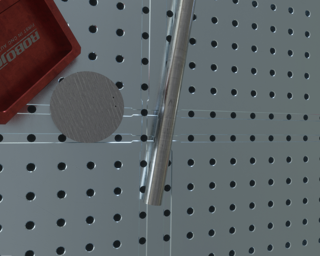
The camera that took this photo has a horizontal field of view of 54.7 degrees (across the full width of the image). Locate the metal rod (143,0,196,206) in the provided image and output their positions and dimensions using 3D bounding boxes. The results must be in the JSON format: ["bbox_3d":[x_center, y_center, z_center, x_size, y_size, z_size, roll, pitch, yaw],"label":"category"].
[{"bbox_3d":[0.015,-0.047,0.417,0.025,0.025,0.298,11,86,-20],"label":"metal rod"}]

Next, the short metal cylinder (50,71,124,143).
[{"bbox_3d":[-0.088,-0.023,0.367,0.081,0.050,0.080,0,90,-20],"label":"short metal cylinder"}]

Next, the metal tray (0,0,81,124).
[{"bbox_3d":[-0.148,-0.078,0.311,0.130,0.030,0.090,-57,138,-33],"label":"metal tray"}]
